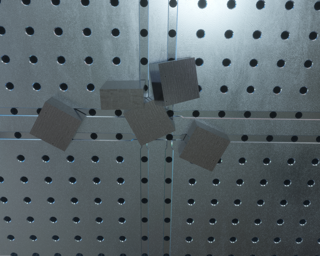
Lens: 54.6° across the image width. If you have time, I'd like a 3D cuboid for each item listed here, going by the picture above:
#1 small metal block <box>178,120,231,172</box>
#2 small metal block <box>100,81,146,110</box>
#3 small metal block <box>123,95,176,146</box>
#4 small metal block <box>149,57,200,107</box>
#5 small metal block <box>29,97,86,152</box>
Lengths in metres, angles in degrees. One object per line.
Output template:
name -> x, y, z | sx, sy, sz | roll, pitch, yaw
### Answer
small metal block -> 0.059, 0.024, 0.423 | 0.050, 0.025, 0.050 | 24, 108, -9
small metal block -> -0.044, -0.042, 0.384 | 0.050, 0.050, 0.025 | -1, 110, 0
small metal block -> -0.013, -0.012, 0.409 | 0.050, 0.025, 0.050 | -24, 109, 8
small metal block -> 0.018, -0.057, 0.379 | 0.050, 0.025, 0.050 | -16, 106, -26
small metal block -> -0.135, -0.005, 0.410 | 0.050, 0.025, 0.050 | 30, 107, -11
